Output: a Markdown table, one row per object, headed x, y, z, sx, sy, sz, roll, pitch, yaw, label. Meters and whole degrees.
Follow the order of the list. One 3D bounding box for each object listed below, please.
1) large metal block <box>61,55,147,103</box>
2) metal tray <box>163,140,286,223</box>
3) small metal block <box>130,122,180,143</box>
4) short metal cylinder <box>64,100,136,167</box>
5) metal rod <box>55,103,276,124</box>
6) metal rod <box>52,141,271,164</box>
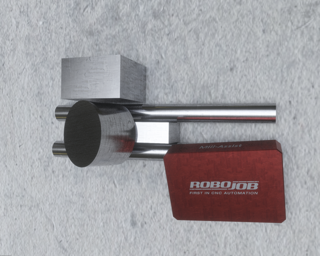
| x | y | z | sx | sy | sz | roll | pitch | yaw | label |
| --- | --- | --- | --- | --- | --- | --- | --- | --- | --- |
| -0.070 | -0.060 | 0.405 | 0.080 | 0.080 | 0.050 | 1 | 91 | 19 | large metal block |
| 0.076 | 0.064 | 0.365 | 0.130 | 0.030 | 0.089 | -4 | 106 | 18 | metal tray |
| -0.005 | 0.005 | 0.397 | 0.050 | 0.050 | 0.025 | 1 | 91 | 19 | small metal block |
| -0.076 | 0.007 | 0.385 | 0.080 | 0.050 | 0.080 | -2 | 87 | 43 | short metal cylinder |
| -0.006 | -0.020 | 0.412 | 0.301 | 0.025 | 0.025 | 1 | 90 | 19 | metal rod |
| -0.011 | 0.031 | 0.413 | 0.301 | 0.025 | 0.025 | 0 | 90 | 19 | metal rod |
